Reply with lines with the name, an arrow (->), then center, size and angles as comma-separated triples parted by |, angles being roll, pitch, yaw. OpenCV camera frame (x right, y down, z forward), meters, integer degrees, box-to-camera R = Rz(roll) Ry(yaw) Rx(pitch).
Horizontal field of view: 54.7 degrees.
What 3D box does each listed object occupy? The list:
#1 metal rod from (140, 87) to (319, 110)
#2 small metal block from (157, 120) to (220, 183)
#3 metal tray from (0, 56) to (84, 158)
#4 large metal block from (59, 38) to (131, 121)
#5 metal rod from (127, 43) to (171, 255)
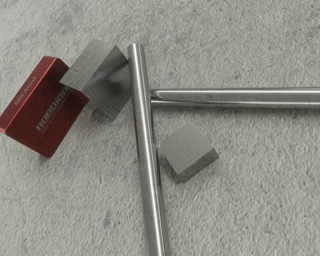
metal rod -> 0.100, -0.036, 0.373 | 0.300, 0.025, 0.025 | 3, 63, 29
small metal block -> 0.033, 0.027, 0.369 | 0.050, 0.025, 0.050 | -38, 51, 2
metal tray -> -0.169, -0.031, 0.467 | 0.030, 0.090, 0.130 | 17, 71, 34
large metal block -> -0.083, -0.069, 0.453 | 0.050, 0.080, 0.080 | 24, 75, 36
metal rod -> -0.017, 0.019, 0.378 | 0.025, 0.025, 0.299 | -17, 61, 18
